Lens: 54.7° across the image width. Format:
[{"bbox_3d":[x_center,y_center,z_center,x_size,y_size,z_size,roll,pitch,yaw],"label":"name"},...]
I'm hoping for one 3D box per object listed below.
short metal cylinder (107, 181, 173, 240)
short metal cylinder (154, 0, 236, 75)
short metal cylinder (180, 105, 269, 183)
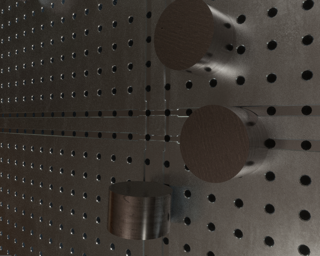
[{"bbox_3d":[-0.025,0.101,0.393,0.080,0.081,0.050,6,94,39],"label":"short metal cylinder"},{"bbox_3d":[0.040,-0.104,0.359,0.080,0.050,0.079,0,90,39],"label":"short metal cylinder"},{"bbox_3d":[0.069,0.016,0.335,0.080,0.050,0.079,0,90,39],"label":"short metal cylinder"}]
